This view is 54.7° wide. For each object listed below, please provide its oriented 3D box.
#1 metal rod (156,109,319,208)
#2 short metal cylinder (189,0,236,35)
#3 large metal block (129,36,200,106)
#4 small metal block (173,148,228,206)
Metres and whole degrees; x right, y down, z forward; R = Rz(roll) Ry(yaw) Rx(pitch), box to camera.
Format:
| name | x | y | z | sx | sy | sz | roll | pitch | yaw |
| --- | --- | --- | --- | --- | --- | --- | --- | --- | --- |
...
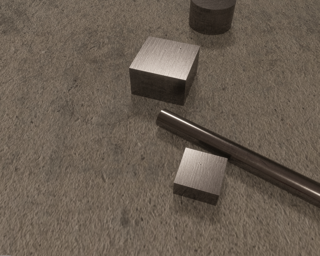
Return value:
| name | x | y | z | sx | sy | sz | roll | pitch | yaw |
| --- | --- | --- | --- | --- | --- | --- | --- | --- | --- |
| metal rod | 0.127 | 0.049 | 0.363 | 0.301 | 0.025 | 0.025 | 27 | 55 | 20 |
| short metal cylinder | 0.095 | -0.215 | 0.569 | 0.081 | 0.050 | 0.080 | 0 | 50 | 0 |
| large metal block | 0.008 | -0.086 | 0.459 | 0.080 | 0.050 | 0.080 | 14 | 51 | 11 |
| small metal block | 0.047 | 0.055 | 0.357 | 0.050 | 0.025 | 0.050 | 14 | 51 | 11 |
